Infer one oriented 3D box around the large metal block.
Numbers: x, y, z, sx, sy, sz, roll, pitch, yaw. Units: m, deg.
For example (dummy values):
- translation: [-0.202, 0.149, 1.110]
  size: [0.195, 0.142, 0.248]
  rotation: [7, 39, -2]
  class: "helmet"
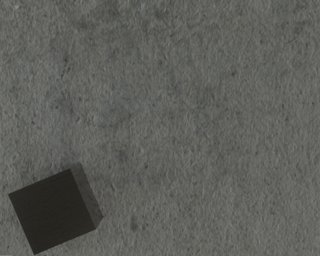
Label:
- translation: [-0.130, 0.100, 0.397]
  size: [0.080, 0.050, 0.080]
  rotation: [-23, 90, 0]
  class: "large metal block"
